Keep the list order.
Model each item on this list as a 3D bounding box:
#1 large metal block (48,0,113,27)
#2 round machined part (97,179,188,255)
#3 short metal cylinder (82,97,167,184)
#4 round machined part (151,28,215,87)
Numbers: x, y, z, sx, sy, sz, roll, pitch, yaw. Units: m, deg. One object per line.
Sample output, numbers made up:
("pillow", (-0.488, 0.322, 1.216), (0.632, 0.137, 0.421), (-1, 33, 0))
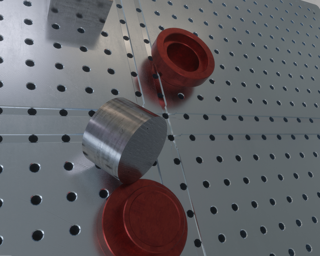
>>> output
("large metal block", (-0.119, -0.202, 0.451), (0.081, 0.050, 0.080), (2, 61, -27))
("round machined part", (-0.013, 0.100, 0.329), (0.099, 0.042, 0.098), (14, 56, -21))
("short metal cylinder", (-0.036, 0.013, 0.336), (0.050, 0.079, 0.080), (29, 46, 25))
("round machined part", (0.031, -0.103, 0.477), (0.099, 0.042, 0.098), (14, 56, -21))
